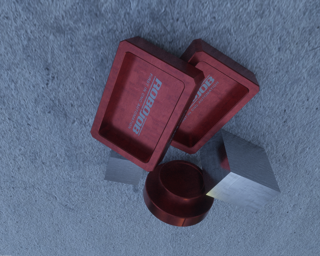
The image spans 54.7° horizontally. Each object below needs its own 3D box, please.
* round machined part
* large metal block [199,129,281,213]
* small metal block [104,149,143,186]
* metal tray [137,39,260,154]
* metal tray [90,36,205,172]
[{"bbox_3d":[0.028,0.083,0.430,0.099,0.098,0.042,8,130,-8],"label":"round machined part"},{"bbox_3d":[0.105,0.057,0.422,0.080,0.080,0.050,24,126,-19],"label":"large metal block"},{"bbox_3d":[-0.051,0.055,0.453,0.050,0.025,0.050,12,129,-11],"label":"small metal block"},{"bbox_3d":[0.042,-0.031,0.377,0.090,0.030,0.129,26,125,-21],"label":"metal tray"},{"bbox_3d":[-0.019,-0.024,0.349,0.090,0.030,0.129,31,121,10],"label":"metal tray"}]
